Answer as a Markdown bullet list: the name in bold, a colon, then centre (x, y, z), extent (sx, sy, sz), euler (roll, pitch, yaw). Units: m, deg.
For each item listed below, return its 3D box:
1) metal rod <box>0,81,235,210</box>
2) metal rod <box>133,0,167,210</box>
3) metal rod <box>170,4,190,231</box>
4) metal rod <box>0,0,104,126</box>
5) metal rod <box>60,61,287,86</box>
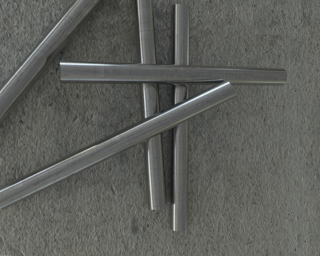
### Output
- **metal rod**: centre (-0.045, 0.015, 0.371), extent (0.302, 0.025, 0.025), euler (-26, 99, -10)
- **metal rod**: centre (-0.014, -0.045, 0.403), extent (0.025, 0.025, 0.298), euler (-4, 92, -20)
- **metal rod**: centre (0.027, -0.014, 0.418), extent (0.025, 0.025, 0.298), euler (0, 90, -20)
- **metal rod**: centre (-0.123, -0.102, 0.363), extent (0.025, 0.025, 0.300), euler (38, 78, -16)
- **metal rod**: centre (0.032, -0.067, 0.392), extent (0.303, 0.025, 0.025), euler (-2, 91, -20)
